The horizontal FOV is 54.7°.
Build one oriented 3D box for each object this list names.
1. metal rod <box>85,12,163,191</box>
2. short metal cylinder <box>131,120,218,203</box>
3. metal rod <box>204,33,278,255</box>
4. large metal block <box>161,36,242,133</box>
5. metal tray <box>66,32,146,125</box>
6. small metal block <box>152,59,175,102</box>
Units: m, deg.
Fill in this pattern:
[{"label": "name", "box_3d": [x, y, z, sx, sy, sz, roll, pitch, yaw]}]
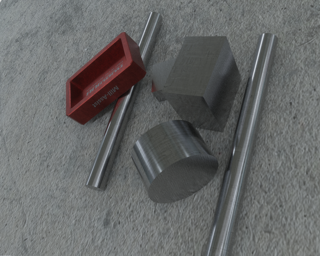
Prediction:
[{"label": "metal rod", "box_3d": [-0.046, -0.054, 0.459, 0.025, 0.025, 0.300, 2, 63, 29]}, {"label": "short metal cylinder", "box_3d": [0.015, 0.037, 0.337, 0.080, 0.080, 0.050, -34, 52, 5]}, {"label": "metal rod", "box_3d": [0.093, 0.017, 0.343, 0.025, 0.025, 0.300, 6, 64, 30]}, {"label": "large metal block", "box_3d": [0.054, -0.051, 0.371, 0.050, 0.080, 0.080, 10, 67, 32]}, {"label": "metal tray", "box_3d": [-0.086, -0.075, 0.466, 0.130, 0.030, 0.090, -35, 43, 18]}, {"label": "small metal block", "box_3d": [0.017, -0.069, 0.436, 0.050, 0.025, 0.050, -12, 57, 21]}]
